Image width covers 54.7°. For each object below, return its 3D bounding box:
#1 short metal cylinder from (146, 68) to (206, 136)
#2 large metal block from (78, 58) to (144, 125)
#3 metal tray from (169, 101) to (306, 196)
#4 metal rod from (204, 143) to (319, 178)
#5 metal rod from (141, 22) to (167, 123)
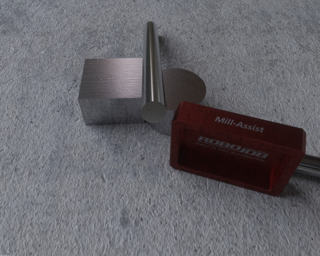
[{"bbox_3d":[0.019,-0.036,0.417,0.081,0.050,0.080,0,50,0],"label":"short metal cylinder"},{"bbox_3d":[-0.063,-0.052,0.430,0.081,0.050,0.080,-2,50,-2],"label":"large metal block"},{"bbox_3d":[0.078,0.025,0.341,0.131,0.089,0.030,14,52,11],"label":"metal tray"},{"bbox_3d":[0.190,0.047,0.366,0.301,0.025,0.025,13,51,10],"label":"metal rod"},{"bbox_3d":[-0.011,-0.097,0.429,0.025,0.025,0.300,-1,33,-2],"label":"metal rod"}]
